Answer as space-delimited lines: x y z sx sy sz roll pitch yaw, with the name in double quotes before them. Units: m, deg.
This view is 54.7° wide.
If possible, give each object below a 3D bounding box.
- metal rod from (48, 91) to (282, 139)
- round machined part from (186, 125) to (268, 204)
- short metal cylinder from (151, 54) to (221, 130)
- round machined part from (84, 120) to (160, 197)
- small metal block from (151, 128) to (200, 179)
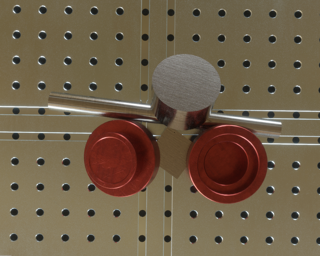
"metal rod" 0.007 -0.017 0.410 0.302 0.025 0.025 7 90 0
"round machined part" 0.083 0.044 0.400 0.099 0.042 0.097 0 92 -3
"short metal cylinder" 0.030 -0.044 0.383 0.081 0.050 0.080 2 65 -3
"round machined part" -0.053 0.038 0.388 0.098 0.042 0.097 0 91 18
"small metal block" 0.017 0.031 0.410 0.050 0.025 0.050 36 90 0
